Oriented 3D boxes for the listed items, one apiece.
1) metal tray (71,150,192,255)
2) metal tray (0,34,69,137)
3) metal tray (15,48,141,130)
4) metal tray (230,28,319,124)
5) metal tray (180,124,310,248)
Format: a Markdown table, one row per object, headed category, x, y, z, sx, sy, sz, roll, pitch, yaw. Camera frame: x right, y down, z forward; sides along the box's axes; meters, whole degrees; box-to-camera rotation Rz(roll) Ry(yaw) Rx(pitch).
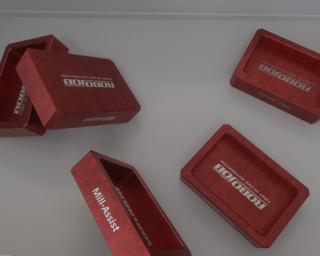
| category | x | y | z | sx | sy | sz | roll | pitch | yaw |
| --- | --- | --- | --- | --- | --- | --- | --- | --- | --- |
| metal tray | -0.030 | 0.088 | 0.323 | 0.030 | 0.090 | 0.130 | -43 | 58 | 8 |
| metal tray | -0.177 | -0.054 | 0.406 | 0.090 | 0.030 | 0.130 | -2 | 68 | 26 |
| metal tray | -0.093 | -0.047 | 0.378 | 0.030 | 0.131 | 0.090 | -43 | 70 | 31 |
| metal tray | 0.177 | -0.074 | 0.434 | 0.130 | 0.030 | 0.090 | 28 | 72 | 9 |
| metal tray | 0.101 | 0.069 | 0.382 | 0.130 | 0.030 | 0.090 | 41 | 75 | 13 |
